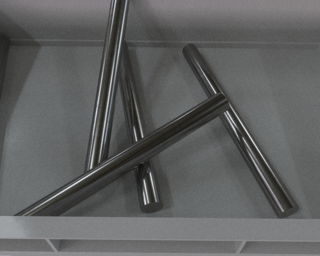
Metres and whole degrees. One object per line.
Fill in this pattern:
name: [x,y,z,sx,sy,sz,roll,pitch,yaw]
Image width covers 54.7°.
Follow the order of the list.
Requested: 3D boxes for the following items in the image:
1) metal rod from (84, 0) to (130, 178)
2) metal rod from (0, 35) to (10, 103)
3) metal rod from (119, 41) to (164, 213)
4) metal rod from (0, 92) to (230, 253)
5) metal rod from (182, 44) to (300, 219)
metal rod: [-0.063,-0.085,0.399,0.025,0.025,0.299,5,74,3]
metal rod: [-0.237,-0.034,0.430,0.025,0.025,0.300,-9,51,-8]
metal rod: [-0.038,-0.027,0.427,0.025,0.025,0.300,-9,51,-8]
metal rod: [-0.049,0.043,0.340,0.302,0.025,0.025,-31,57,-14]
metal rod: [0.093,-0.019,0.422,0.025,0.025,0.299,-13,51,-11]
